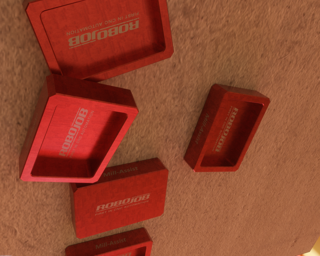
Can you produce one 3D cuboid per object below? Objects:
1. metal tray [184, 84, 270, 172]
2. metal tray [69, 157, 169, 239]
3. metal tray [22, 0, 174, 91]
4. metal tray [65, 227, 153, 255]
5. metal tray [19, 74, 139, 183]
[{"bbox_3d":[0.098,0.004,0.462,0.091,0.030,0.129,4,116,-31],"label":"metal tray"},{"bbox_3d":[-0.056,0.097,0.434,0.131,0.030,0.089,-9,123,-24],"label":"metal tray"},{"bbox_3d":[-0.055,-0.099,0.313,0.131,0.030,0.089,-22,127,-15],"label":"metal tray"},{"bbox_3d":[-0.081,0.215,0.493,0.131,0.030,0.089,-6,121,-26],"label":"metal tray"},{"bbox_3d":[-0.091,0.009,0.335,0.091,0.030,0.129,8,131,-33],"label":"metal tray"}]
